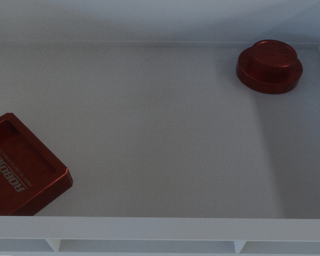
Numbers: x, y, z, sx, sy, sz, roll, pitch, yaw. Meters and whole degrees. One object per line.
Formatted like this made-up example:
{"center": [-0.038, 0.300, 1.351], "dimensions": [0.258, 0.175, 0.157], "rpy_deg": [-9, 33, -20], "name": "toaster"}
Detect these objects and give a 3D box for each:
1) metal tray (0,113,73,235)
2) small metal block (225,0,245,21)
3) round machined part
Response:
{"center": [-0.177, 0.046, 0.360], "dimensions": [0.130, 0.030, 0.090], "rpy_deg": [37, 59, 26], "name": "metal tray"}
{"center": [0.149, -0.245, 0.599], "dimensions": [0.025, 0.050, 0.050], "rpy_deg": [18, 52, 14], "name": "small metal block"}
{"center": [0.172, -0.101, 0.481], "dimensions": [0.099, 0.042, 0.098], "rpy_deg": [0, 50, 0], "name": "round machined part"}
